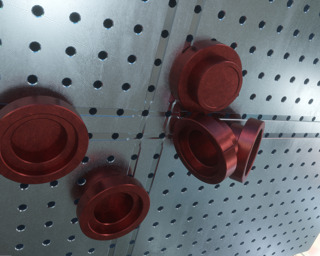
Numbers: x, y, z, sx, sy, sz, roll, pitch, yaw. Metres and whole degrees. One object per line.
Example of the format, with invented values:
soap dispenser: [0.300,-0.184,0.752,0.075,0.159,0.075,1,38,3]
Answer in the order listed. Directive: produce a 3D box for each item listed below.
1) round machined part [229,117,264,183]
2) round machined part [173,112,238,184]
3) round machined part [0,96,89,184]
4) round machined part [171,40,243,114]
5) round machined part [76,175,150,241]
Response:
round machined part: [0.121,0.030,0.468,0.098,0.042,0.097,-47,147,-43]
round machined part: [0.065,0.023,0.418,0.042,0.098,0.097,-29,130,-30]
round machined part: [-0.131,0.009,0.335,0.099,0.042,0.097,-14,125,-21]
round machined part: [0.067,-0.060,0.402,0.099,0.042,0.097,-14,125,-21]
round machined part: [-0.067,0.105,0.430,0.099,0.042,0.097,-14,125,-21]
